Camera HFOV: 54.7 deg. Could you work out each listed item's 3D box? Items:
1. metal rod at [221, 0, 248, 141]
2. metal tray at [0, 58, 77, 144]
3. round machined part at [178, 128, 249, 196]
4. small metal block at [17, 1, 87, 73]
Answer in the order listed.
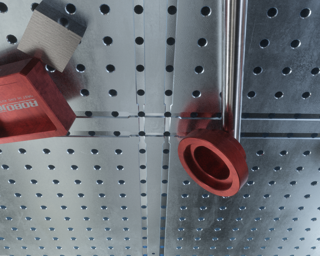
[{"bbox_3d":[0.092,-0.017,0.398,0.025,0.025,0.298,-6,130,4],"label":"metal rod"},{"bbox_3d":[-0.178,-0.026,0.366,0.130,0.030,0.090,-7,131,20],"label":"metal tray"},{"bbox_3d":[0.075,0.040,0.415,0.098,0.042,0.097,32,144,27],"label":"round machined part"},{"bbox_3d":[-0.114,-0.096,0.329,0.050,0.025,0.050,28,124,-22],"label":"small metal block"}]
